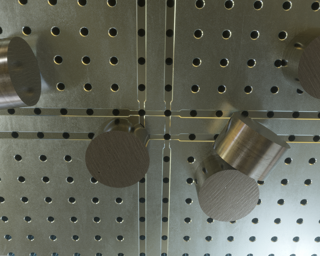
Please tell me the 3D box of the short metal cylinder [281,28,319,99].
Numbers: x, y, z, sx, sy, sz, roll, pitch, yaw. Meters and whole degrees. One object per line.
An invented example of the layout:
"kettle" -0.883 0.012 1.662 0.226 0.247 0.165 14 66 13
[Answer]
"short metal cylinder" 0.197 -0.079 0.374 0.081 0.050 0.079 0 110 -1

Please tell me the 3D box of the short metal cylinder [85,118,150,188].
"short metal cylinder" -0.053 0.032 0.411 0.081 0.050 0.079 0 110 -1

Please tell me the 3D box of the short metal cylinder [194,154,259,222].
"short metal cylinder" 0.091 0.082 0.432 0.081 0.050 0.079 0 110 -1

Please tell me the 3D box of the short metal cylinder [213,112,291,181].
"short metal cylinder" 0.115 0.022 0.394 0.080 0.080 0.050 27 108 -10

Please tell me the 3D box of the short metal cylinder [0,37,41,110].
"short metal cylinder" -0.180 -0.062 0.359 0.050 0.080 0.079 -7 110 2
